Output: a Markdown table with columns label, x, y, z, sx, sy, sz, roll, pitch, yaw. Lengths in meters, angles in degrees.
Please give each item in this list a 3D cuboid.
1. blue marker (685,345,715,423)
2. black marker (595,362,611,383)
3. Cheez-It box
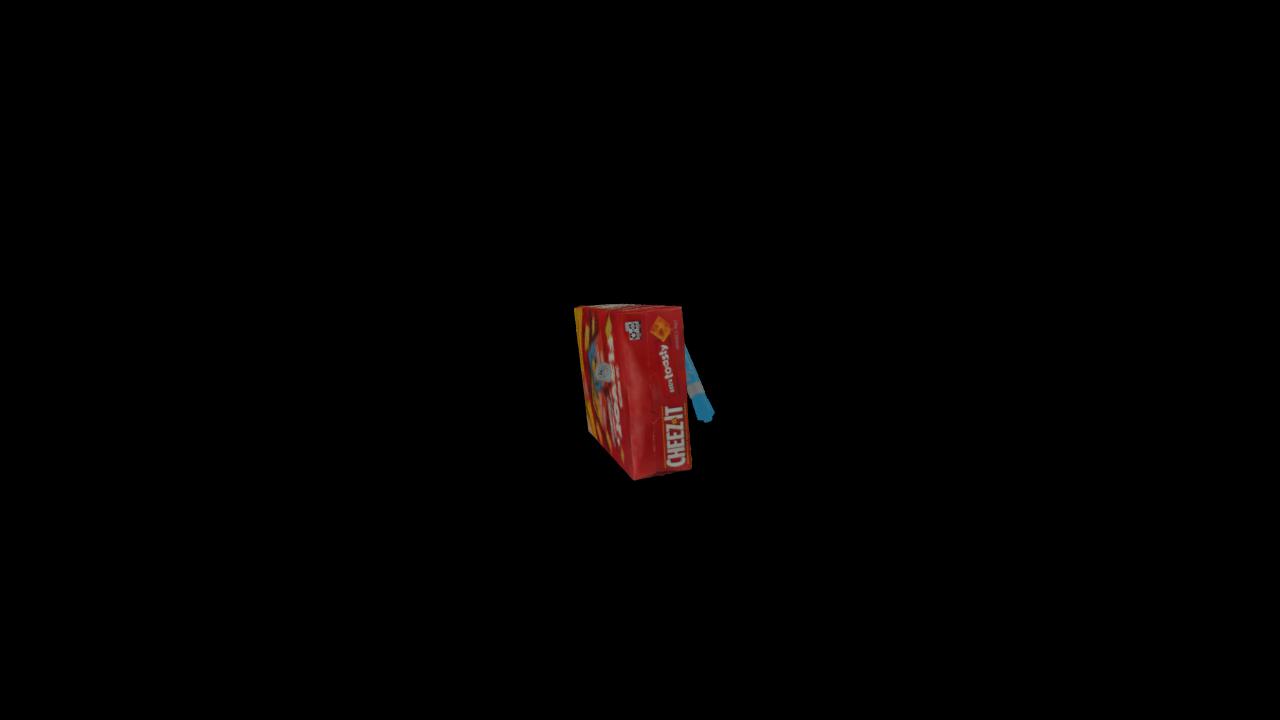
| label | x | y | z | sx | sy | sz | roll | pitch | yaw |
| --- | --- | --- | --- | --- | --- | --- | --- | --- | --- |
| blue marker | 0.050 | 0.013 | 0.644 | 0.020 | 0.121 | 0.020 | -14 | -33 | -10 |
| black marker | -0.006 | 0.026 | 0.666 | 0.020 | 0.020 | 0.121 | 0 | -14 | 34 |
| Cheez-It box | -0.014 | 0.021 | 0.689 | 0.071 | 0.166 | 0.223 | -7 | 8 | -16 |
